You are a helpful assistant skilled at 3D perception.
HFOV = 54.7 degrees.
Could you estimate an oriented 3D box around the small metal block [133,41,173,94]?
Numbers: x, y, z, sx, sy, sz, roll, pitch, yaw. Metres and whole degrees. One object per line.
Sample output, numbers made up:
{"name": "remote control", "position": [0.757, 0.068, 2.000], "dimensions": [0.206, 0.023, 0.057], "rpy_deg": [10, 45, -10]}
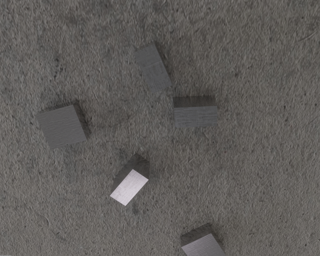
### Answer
{"name": "small metal block", "position": [-0.007, -0.074, 0.369], "dimensions": [0.025, 0.050, 0.050], "rpy_deg": [-23, 109, 8]}

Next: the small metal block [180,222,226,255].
{"name": "small metal block", "position": [0.066, 0.182, 0.477], "dimensions": [0.050, 0.025, 0.050], "rpy_deg": [-29, 108, 10]}

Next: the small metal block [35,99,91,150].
{"name": "small metal block", "position": [-0.126, -0.005, 0.407], "dimensions": [0.050, 0.025, 0.050], "rpy_deg": [-15, 110, 5]}

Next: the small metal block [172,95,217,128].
{"name": "small metal block", "position": [0.042, -0.022, 0.389], "dimensions": [0.050, 0.050, 0.025], "rpy_deg": [-3, 110, 1]}

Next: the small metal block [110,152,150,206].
{"name": "small metal block", "position": [-0.040, 0.068, 0.421], "dimensions": [0.025, 0.050, 0.050], "rpy_deg": [37, 106, -13]}
